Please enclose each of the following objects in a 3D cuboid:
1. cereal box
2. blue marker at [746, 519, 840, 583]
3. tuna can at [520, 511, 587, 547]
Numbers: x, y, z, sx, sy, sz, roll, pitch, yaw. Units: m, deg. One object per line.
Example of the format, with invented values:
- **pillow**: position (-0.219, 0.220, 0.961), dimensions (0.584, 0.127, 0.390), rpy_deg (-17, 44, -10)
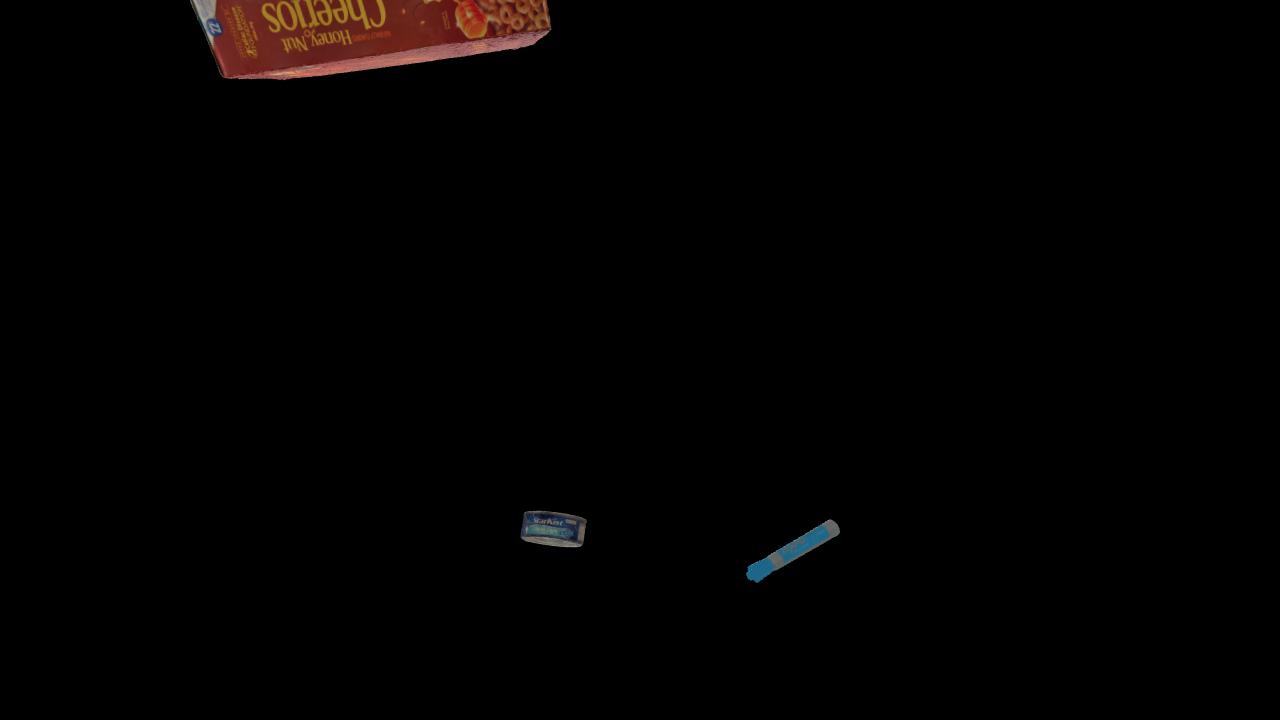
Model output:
- **cereal box**: position (-0.256, -0.353, 0.640), dimensions (0.306, 0.081, 0.203), rpy_deg (-12, 26, -8)
- **blue marker**: position (0.167, 0.209, 0.671), dimensions (0.121, 0.020, 0.020), rpy_deg (-21, 8, -22)
- **tuna can**: position (-0.113, 0.222, 0.805), dimensions (0.084, 0.034, 0.084), rpy_deg (6, -24, 2)
